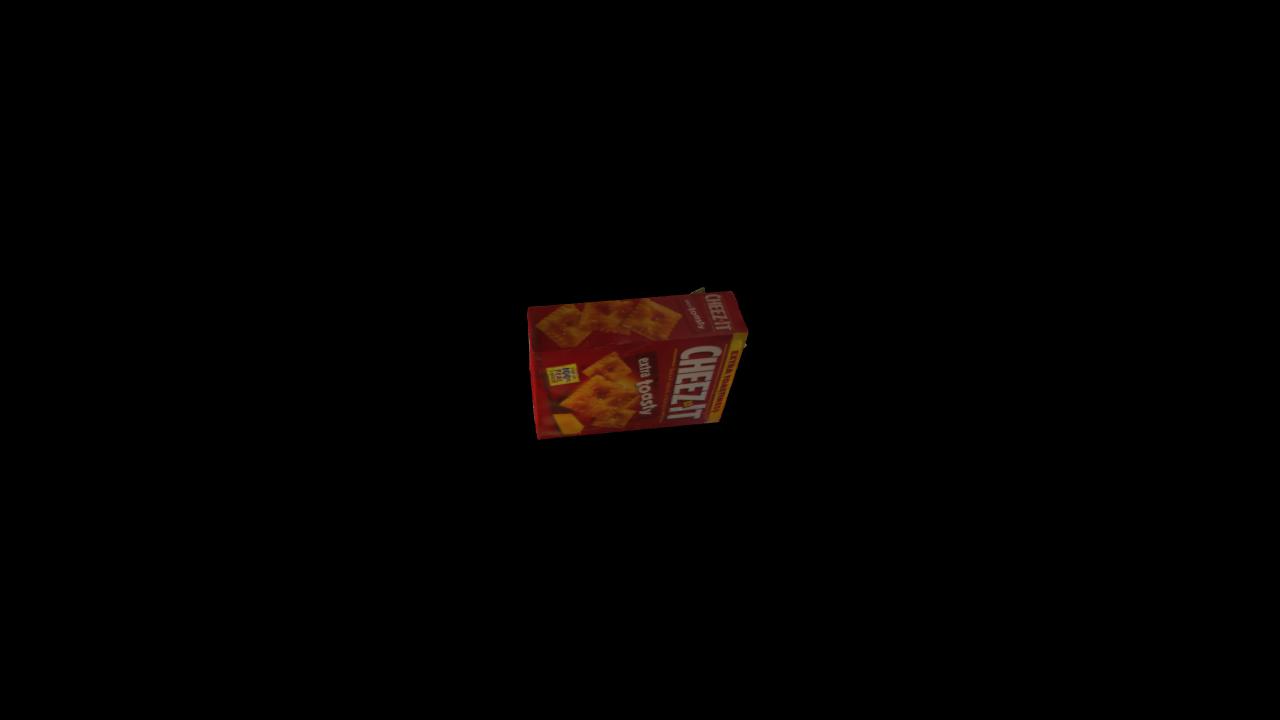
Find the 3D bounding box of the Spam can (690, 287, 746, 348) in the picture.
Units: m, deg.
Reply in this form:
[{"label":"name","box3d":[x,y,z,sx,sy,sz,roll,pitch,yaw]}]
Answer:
[{"label":"Spam can","box3d":[0.059,-0.020,0.715,0.101,0.085,0.058,-40,-5,31]}]

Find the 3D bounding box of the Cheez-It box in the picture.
[{"label":"Cheez-It box","box3d":[-0.008,0.010,0.680,0.223,0.071,0.166,-5,-38,-11]}]
